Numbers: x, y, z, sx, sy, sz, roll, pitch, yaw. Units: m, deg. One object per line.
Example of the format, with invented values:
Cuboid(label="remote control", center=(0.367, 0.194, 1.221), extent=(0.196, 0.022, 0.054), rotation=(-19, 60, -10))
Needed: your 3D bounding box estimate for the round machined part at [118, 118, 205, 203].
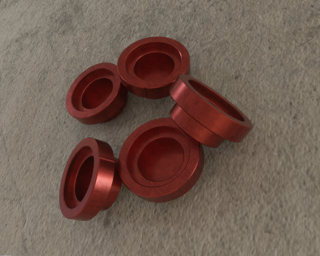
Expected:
Cuboid(label="round machined part", center=(0.004, 0.040, 0.363), extent=(0.098, 0.042, 0.098), rotation=(-11, 56, 17))

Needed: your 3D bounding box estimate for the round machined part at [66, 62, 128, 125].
Cuboid(label="round machined part", center=(-0.089, -0.047, 0.465), extent=(0.098, 0.042, 0.098), rotation=(-14, 56, 22))

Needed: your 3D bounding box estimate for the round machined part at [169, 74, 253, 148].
Cuboid(label="round machined part", center=(0.050, -0.015, 0.345), extent=(0.042, 0.099, 0.098), rotation=(-55, 49, 19))

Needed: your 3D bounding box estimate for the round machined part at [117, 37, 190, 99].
Cuboid(label="round machined part", center=(-0.007, -0.079, 0.432), extent=(0.099, 0.042, 0.098), rotation=(-3, 56, 5))

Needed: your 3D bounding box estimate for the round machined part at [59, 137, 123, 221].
Cuboid(label="round machined part", center=(-0.081, 0.064, 0.379), extent=(0.098, 0.042, 0.098), rotation=(-29, 50, 42))
